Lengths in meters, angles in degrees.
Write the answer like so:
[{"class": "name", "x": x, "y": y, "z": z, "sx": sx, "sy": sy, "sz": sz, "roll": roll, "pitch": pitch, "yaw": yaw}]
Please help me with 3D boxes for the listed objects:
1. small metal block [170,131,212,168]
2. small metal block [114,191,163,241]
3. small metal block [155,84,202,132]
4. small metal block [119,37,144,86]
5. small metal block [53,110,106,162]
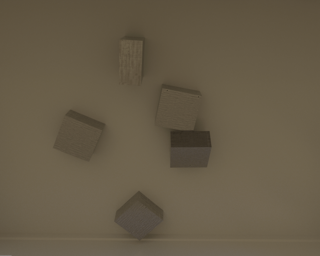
[{"class": "small metal block", "x": 0.039, "y": 0.029, "z": 0.410, "sx": 0.050, "sy": 0.025, "sz": 0.050, "roll": 0, "pitch": 143, "yaw": 0}, {"class": "small metal block", "x": -0.031, "y": 0.130, "z": 0.459, "sx": 0.050, "sy": 0.025, "sz": 0.050, "roll": 42, "pitch": 105, "yaw": -14}, {"class": "small metal block", "x": 0.023, "y": -0.026, "z": 0.402, "sx": 0.050, "sy": 0.025, "sz": 0.050, "roll": 10, "pitch": 110, "yaw": -4}, {"class": "small metal block", "x": -0.033, "y": -0.081, "z": 0.368, "sx": 0.025, "sy": 0.050, "sz": 0.050, "roll": 3, "pitch": 110, "yaw": -1}, {"class": "small metal block", "x": -0.108, "y": 0.010, "z": 0.414, "sx": 0.050, "sy": 0.025, "sz": 0.050, "roll": 23, "pitch": 108, "yaw": -9}]
